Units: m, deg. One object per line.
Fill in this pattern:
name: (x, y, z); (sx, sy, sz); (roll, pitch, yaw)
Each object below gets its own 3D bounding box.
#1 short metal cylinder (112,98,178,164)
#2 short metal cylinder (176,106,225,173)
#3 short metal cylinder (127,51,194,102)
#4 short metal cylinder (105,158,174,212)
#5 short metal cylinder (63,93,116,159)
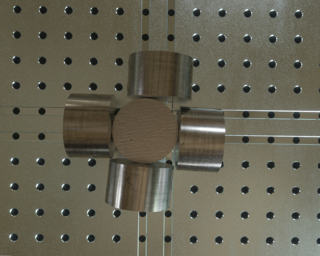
short metal cylinder: (-0.018, 0.004, 0.401); (0.081, 0.050, 0.080); (0, 90, -2)
short metal cylinder: (0.047, 0.014, 0.386); (0.050, 0.080, 0.080); (4, 90, 0)
short metal cylinder: (0.000, -0.061, 0.385); (0.081, 0.080, 0.050); (3, 90, 0)
short metal cylinder: (-0.025, 0.068, 0.384); (0.080, 0.080, 0.050); (6, 90, 0)
short metal cylinder: (-0.084, -0.003, 0.385); (0.050, 0.080, 0.079); (2, 90, -1)
